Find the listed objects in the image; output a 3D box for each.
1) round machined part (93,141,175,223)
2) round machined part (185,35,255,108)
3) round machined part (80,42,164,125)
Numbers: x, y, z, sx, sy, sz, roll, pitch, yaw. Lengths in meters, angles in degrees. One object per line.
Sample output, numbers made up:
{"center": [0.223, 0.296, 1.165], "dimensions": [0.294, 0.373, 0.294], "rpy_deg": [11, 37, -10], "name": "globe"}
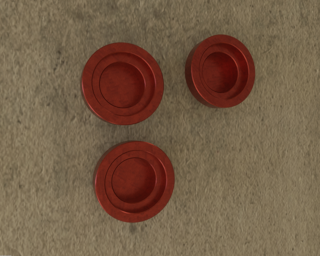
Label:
{"center": [-0.035, 0.064, 0.388], "dimensions": [0.099, 0.042, 0.097], "rpy_deg": [0, 90, -21], "name": "round machined part"}
{"center": [0.079, -0.076, 0.430], "dimensions": [0.099, 0.042, 0.097], "rpy_deg": [0, 90, -21], "name": "round machined part"}
{"center": [-0.048, -0.052, 0.383], "dimensions": [0.099, 0.042, 0.097], "rpy_deg": [0, 90, -21], "name": "round machined part"}
